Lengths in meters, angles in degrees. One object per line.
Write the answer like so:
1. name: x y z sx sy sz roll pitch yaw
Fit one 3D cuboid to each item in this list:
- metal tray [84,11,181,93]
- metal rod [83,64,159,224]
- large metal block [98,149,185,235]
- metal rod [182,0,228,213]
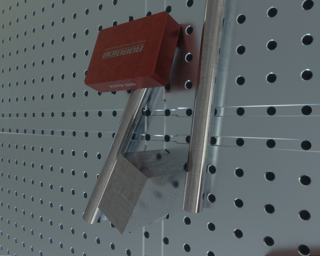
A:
1. metal tray: -0.040 -0.098 0.419 0.130 0.030 0.090 1 71 39
2. metal rod: -0.055 0.016 0.452 0.025 0.025 0.298 36 112 33
3. large metal block: -0.019 0.076 0.387 0.050 0.081 0.079 36 112 33
4. metal rod: 0.055 -0.049 0.362 0.025 0.025 0.298 10 96 39
